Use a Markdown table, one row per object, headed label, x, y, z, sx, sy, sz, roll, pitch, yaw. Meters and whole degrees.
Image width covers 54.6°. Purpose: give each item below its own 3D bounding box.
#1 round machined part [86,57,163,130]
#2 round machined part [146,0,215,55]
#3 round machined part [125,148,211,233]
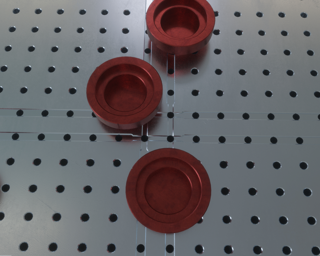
| label | x | y | z | sx | sy | sz | roll | pitch | yaw |
| --- | --- | --- | --- | --- | --- | --- | --- | --- | --- |
| round machined part | -0.046 | -0.043 | 0.418 | 0.099 | 0.042 | 0.098 | 0 | 70 | 0 |
| round machined part | 0.029 | -0.149 | 0.457 | 0.099 | 0.042 | 0.098 | 0 | 70 | 0 |
| round machined part | 0.010 | 0.076 | 0.375 | 0.099 | 0.042 | 0.098 | 0 | 70 | 0 |
